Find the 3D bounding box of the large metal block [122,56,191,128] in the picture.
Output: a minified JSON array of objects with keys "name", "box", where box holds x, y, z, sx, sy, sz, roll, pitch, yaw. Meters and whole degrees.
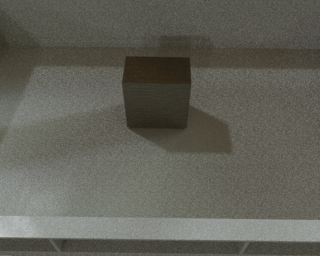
[{"name":"large metal block","box":[-0.003,-0.045,0.405,0.080,0.080,0.050,1,50,0]}]
